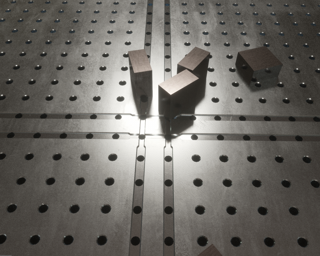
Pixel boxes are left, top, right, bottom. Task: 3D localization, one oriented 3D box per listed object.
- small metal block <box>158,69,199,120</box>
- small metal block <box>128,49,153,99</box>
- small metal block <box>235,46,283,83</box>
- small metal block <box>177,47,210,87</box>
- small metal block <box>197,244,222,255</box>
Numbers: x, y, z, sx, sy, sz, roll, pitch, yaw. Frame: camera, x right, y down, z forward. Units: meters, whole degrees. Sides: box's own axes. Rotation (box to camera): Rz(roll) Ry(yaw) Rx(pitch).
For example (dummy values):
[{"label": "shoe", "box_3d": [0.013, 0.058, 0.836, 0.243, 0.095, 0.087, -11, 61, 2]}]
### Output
[{"label": "small metal block", "box_3d": [0.025, -0.046, 0.430, 0.050, 0.050, 0.025, -32, 58, -24]}, {"label": "small metal block", "box_3d": [-0.029, -0.080, 0.458, 0.025, 0.050, 0.050, -11, 51, -9]}, {"label": "small metal block", "box_3d": [0.157, -0.102, 0.496, 0.050, 0.025, 0.050, -15, 52, -12]}, {"label": "small metal block", "box_3d": [0.049, -0.085, 0.463, 0.025, 0.050, 0.050, 28, 55, 21]}, {"label": "small metal block", "box_3d": [0.045, 0.146, 0.285, 0.050, 0.025, 0.050, -29, 56, -23]}]
